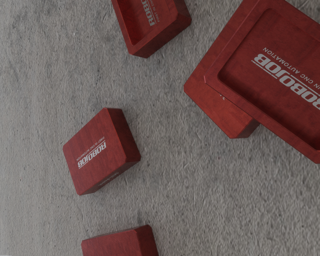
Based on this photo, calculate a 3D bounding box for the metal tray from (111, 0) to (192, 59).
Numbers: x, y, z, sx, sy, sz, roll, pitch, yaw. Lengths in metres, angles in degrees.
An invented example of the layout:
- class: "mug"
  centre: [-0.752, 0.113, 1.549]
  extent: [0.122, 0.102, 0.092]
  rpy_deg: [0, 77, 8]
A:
- class: "metal tray"
  centre: [-0.020, -0.172, 0.417]
  extent: [0.090, 0.030, 0.129]
  rpy_deg: [-30, 72, 36]

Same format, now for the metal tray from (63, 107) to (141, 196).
- class: "metal tray"
  centre: [-0.095, 0.038, 0.480]
  extent: [0.130, 0.030, 0.090]
  rpy_deg: [-37, 68, 34]

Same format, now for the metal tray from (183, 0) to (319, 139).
- class: "metal tray"
  centre: [0.093, -0.063, 0.325]
  extent: [0.090, 0.030, 0.129]
  rpy_deg: [50, 119, 28]

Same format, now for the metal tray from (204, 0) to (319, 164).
- class: "metal tray"
  centre: [0.117, -0.042, 0.269]
  extent: [0.130, 0.030, 0.089]
  rpy_deg: [37, 116, 4]

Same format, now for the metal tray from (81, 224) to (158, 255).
- class: "metal tray"
  centre: [-0.057, 0.198, 0.449]
  extent: [0.130, 0.030, 0.090]
  rpy_deg: [-25, 74, 37]
